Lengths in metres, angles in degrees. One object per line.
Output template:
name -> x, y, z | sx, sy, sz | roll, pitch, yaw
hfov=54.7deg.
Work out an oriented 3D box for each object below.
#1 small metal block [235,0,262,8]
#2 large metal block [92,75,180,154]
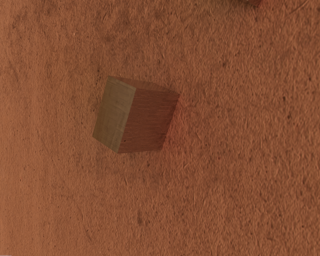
small metal block -> 0.091, -0.164, 0.330 | 0.050, 0.025, 0.050 | 37, 113, 33
large metal block -> -0.029, -0.017, 0.394 | 0.050, 0.081, 0.079 | 28, 108, 36
